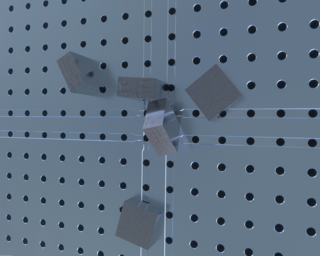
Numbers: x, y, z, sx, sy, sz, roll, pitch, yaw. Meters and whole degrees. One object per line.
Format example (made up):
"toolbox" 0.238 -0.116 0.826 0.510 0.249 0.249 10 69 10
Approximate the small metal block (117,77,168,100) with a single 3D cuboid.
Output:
"small metal block" -0.022 -0.050 0.407 0.050 0.050 0.025 6 92 20

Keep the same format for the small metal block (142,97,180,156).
"small metal block" 0.004 -0.001 0.387 0.025 0.050 0.050 -12 41 20

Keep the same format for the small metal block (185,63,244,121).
"small metal block" 0.068 -0.043 0.389 0.050 0.025 0.050 -39 78 16

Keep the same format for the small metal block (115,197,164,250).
"small metal block" -0.028 0.129 0.423 0.050 0.025 0.050 17 96 19

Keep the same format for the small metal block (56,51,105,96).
"small metal block" -0.112 -0.076 0.439 0.025 0.050 0.050 -29 81 18
